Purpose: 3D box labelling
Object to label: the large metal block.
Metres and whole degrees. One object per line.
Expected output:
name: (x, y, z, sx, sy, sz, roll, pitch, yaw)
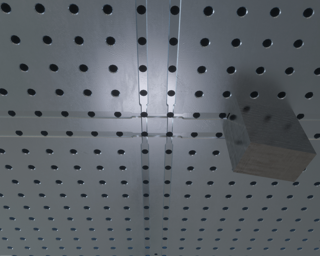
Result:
large metal block: (0.132, 0.015, 0.389, 0.080, 0.080, 0.050, 10, 129, -9)
